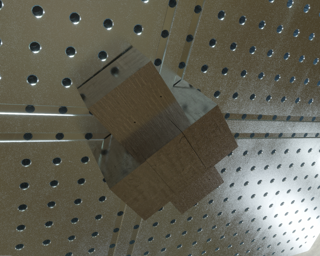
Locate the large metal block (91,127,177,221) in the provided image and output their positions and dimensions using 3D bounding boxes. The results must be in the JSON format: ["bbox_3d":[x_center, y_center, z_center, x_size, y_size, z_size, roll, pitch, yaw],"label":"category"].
[{"bbox_3d":[-0.034,0.057,0.394,0.050,0.080,0.080,-38,130,-3],"label":"large metal block"}]

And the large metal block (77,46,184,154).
[{"bbox_3d":[-0.032,-0.031,0.356,0.080,0.050,0.080,-38,130,-2],"label":"large metal block"}]

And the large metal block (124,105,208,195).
[{"bbox_3d":[0.006,0.026,0.397,0.050,0.080,0.080,-38,130,-3],"label":"large metal block"}]

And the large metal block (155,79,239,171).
[{"bbox_3d":[0.046,-0.005,0.400,0.050,0.080,0.080,-38,130,-3],"label":"large metal block"}]

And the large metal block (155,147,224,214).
[{"bbox_3d":[0.037,0.068,0.460,0.080,0.050,0.080,-37,130,-3],"label":"large metal block"}]
